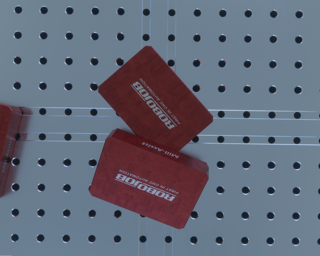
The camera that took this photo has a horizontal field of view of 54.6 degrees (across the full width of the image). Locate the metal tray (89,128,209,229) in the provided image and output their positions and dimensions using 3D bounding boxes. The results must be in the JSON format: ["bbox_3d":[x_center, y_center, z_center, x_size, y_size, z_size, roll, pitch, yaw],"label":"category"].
[{"bbox_3d":[-0.015,0.065,0.395,0.131,0.030,0.089,21,112,0],"label":"metal tray"}]

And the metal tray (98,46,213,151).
[{"bbox_3d":[-0.005,-0.031,0.411,0.090,0.030,0.130,-41,90,0],"label":"metal tray"}]

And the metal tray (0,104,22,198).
[{"bbox_3d":[-0.246,0.026,0.409,0.090,0.030,0.129,13,90,0],"label":"metal tray"}]
